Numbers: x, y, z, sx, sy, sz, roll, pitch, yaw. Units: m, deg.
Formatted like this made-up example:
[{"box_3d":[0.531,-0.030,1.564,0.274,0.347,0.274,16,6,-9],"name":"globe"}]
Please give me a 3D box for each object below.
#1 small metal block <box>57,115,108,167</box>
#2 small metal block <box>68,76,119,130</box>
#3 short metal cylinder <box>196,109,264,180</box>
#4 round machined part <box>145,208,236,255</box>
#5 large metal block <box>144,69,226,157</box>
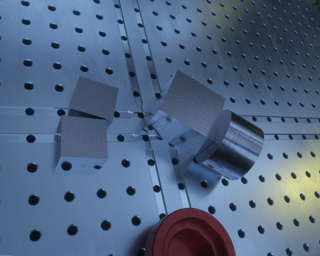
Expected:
[{"box_3d":[-0.088,0.016,0.352,0.050,0.025,0.050,6,59,-26],"name":"small metal block"},{"box_3d":[-0.082,-0.031,0.383,0.050,0.025,0.050,17,55,-19],"name":"small metal block"},{"box_3d":[0.091,0.022,0.410,0.050,0.080,0.080,30,52,-10],"name":"short metal cylinder"},{"box_3d":[0.029,0.139,0.329,0.099,0.042,0.098,14,56,-21],"name":"round machined part"},{"box_3d":[0.036,-0.020,0.425,0.080,0.050,0.080,30,52,-10],"name":"large metal block"}]
